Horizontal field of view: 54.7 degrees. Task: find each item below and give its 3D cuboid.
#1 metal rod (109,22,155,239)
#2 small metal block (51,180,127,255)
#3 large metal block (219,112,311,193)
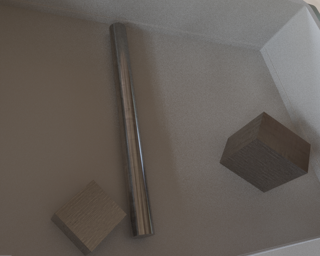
[{"bbox_3d":[-0.040,-0.017,0.395,0.025,0.025,0.299,5,60,-26],"label":"metal rod"},{"bbox_3d":[-0.072,0.090,0.313,0.050,0.025,0.050,46,51,3],"label":"small metal block"},{"bbox_3d":[0.144,0.036,0.428,0.080,0.080,0.050,34,51,-7],"label":"large metal block"}]
